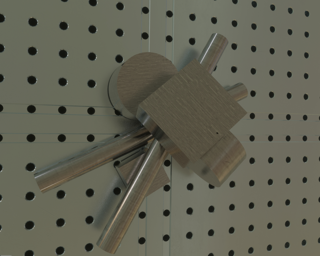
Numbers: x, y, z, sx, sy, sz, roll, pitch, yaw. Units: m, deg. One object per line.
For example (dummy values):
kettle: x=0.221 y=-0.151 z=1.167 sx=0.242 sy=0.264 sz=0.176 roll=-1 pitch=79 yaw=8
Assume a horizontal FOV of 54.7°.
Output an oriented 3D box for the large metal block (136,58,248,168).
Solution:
large metal block: x=0.032 y=-0.014 z=0.340 sx=0.080 sy=0.050 sz=0.080 roll=-41 pitch=86 yaw=-15

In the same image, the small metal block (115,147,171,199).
small metal block: x=-0.023 y=0.059 z=0.401 sx=0.050 sy=0.025 sz=0.050 roll=-30 pitch=100 yaw=-18

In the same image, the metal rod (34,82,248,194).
metal rod: x=-0.010 y=0.005 z=0.405 sx=0.302 sy=0.025 sz=0.025 roll=-25 pitch=99 yaw=-19

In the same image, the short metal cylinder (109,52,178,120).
short metal cylinder: x=-0.020 y=-0.050 z=0.388 sx=0.081 sy=0.050 sz=0.079 roll=0 pitch=90 yaw=-20

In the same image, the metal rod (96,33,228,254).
metal rod: x=0.008 y=0.011 z=0.386 sx=0.025 sy=0.025 sz=0.300 roll=32 pitch=79 yaw=-17

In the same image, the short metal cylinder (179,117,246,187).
short metal cylinder: x=0.064 y=0.031 z=0.404 sx=0.050 sy=0.080 sz=0.080 roll=-45 pitch=104 yaw=-13
